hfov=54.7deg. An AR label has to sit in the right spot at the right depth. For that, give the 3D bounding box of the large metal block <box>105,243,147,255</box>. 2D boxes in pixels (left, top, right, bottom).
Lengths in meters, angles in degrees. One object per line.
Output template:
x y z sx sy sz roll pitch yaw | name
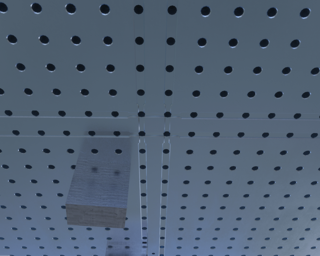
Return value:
-0.069 0.280 0.633 0.081 0.050 0.079 2 130 -2 | large metal block

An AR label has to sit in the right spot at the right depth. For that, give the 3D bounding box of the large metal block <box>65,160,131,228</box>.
-0.088 0.096 0.456 0.081 0.080 0.050 6 130 -5 | large metal block
